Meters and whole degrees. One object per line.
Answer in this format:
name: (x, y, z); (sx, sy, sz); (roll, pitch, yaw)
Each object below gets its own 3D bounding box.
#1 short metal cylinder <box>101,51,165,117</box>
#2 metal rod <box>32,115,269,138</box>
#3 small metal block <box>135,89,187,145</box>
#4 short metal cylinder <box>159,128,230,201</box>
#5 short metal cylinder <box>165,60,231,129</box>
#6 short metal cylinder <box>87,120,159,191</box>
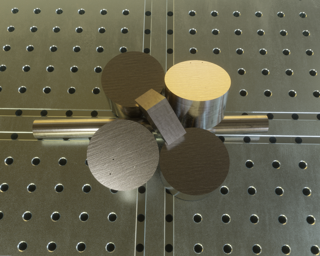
short metal cylinder: (-0.034, -0.054, 0.414); (0.081, 0.050, 0.080); (0, 70, 0)
metal rod: (-0.011, -0.002, 0.408); (0.302, 0.025, 0.025); (-1, 70, -1)
small metal block: (0.000, -0.014, 0.362); (0.025, 0.050, 0.050); (-35, 116, -6)
short metal cylinder: (0.040, 0.045, 0.378); (0.081, 0.050, 0.080); (0, 70, 0)
short metal cylinder: (0.046, -0.043, 0.396); (0.081, 0.050, 0.080); (0, 47, 0)
short metal cylinder: (-0.041, 0.030, 0.370); (0.081, 0.050, 0.079); (0, 90, -1)
